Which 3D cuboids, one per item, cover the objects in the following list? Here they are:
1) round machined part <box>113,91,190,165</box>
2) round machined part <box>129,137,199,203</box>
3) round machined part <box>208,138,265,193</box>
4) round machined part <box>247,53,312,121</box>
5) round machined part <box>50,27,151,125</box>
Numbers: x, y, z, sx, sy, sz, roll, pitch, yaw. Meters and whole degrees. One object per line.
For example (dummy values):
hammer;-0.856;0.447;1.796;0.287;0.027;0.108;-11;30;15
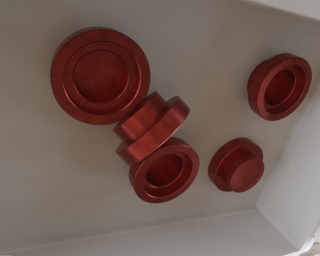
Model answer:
round machined part;-0.016;-0.006;0.360;0.098;0.098;0.042;-42;99;1
round machined part;0.002;0.054;0.434;0.099;0.042;0.097;-14;125;-21
round machined part;0.133;0.068;0.515;0.099;0.042;0.097;-14;125;-21
round machined part;0.168;-0.062;0.454;0.099;0.042;0.097;-14;125;-21
round machined part;-0.063;-0.056;0.324;0.099;0.042;0.097;-9;117;-18
